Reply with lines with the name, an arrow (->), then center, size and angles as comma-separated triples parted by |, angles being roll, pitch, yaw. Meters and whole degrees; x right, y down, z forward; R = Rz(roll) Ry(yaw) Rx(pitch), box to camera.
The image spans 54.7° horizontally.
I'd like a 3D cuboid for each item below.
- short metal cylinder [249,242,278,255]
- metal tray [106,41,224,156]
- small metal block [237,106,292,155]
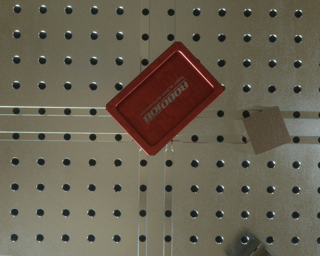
short metal cylinder -> 0.142, 0.192, 0.387 | 0.080, 0.080, 0.050 | 40, 90, 0
metal tray -> 0.006, -0.038, 0.410 | 0.130, 0.030, 0.090 | -43, 90, 0
small metal block -> 0.139, 0.003, 0.414 | 0.050, 0.025, 0.050 | -21, 90, 0
